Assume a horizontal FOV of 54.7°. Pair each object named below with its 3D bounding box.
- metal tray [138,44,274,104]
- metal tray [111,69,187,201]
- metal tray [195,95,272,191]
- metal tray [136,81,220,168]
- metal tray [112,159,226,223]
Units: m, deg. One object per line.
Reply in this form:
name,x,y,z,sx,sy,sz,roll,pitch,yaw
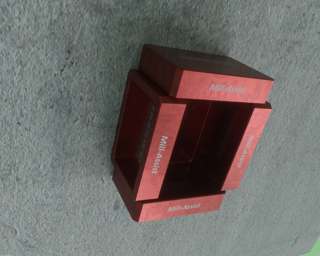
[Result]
metal tray,0.052,-0.062,0.357,0.131,0.090,0.030,1,118,-29
metal tray,-0.019,0.007,0.361,0.030,0.090,0.129,1,118,-29
metal tray,0.087,0.008,0.420,0.030,0.090,0.129,1,118,-29
metal tray,0.021,-0.007,0.413,0.091,0.030,0.129,1,118,-29
metal tray,0.012,0.078,0.422,0.131,0.090,0.030,1,118,-29
